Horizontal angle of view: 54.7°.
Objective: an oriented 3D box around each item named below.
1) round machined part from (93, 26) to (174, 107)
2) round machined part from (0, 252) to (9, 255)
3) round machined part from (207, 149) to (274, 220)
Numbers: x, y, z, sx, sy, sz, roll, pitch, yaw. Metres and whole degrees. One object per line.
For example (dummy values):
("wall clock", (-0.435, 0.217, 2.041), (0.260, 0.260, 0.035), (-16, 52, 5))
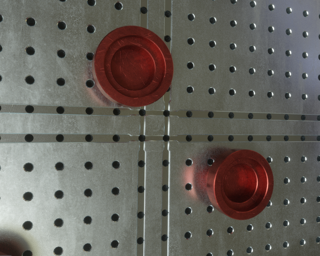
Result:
("round machined part", (-0.036, -0.074, 0.391), (0.099, 0.042, 0.097), (0, 90, -21))
("round machined part", (-0.196, 0.178, 0.331), (0.099, 0.042, 0.097), (0, 90, -21))
("round machined part", (0.110, 0.078, 0.446), (0.099, 0.042, 0.097), (0, 90, -21))
